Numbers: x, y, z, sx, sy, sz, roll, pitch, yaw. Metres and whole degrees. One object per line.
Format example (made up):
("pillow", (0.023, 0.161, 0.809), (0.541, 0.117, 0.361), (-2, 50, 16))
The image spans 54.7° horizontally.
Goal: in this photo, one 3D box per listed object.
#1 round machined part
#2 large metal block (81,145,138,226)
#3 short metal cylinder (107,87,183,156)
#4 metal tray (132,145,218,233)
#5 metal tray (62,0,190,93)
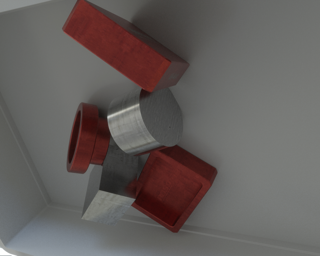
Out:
("round machined part", (-0.099, 0.016, 0.434), (0.042, 0.098, 0.097), (12, 132, -22))
("large metal block", (-0.072, 0.083, 0.452), (0.050, 0.080, 0.080), (19, 131, -18))
("short metal cylinder", (-0.016, -0.010, 0.374), (0.050, 0.080, 0.080), (-19, 108, 35))
("metal tray", (0.014, 0.087, 0.450), (0.090, 0.030, 0.129), (31, 128, 8))
("metal tray", (-0.023, -0.077, 0.303), (0.090, 0.130, 0.030), (36, 106, 4))
